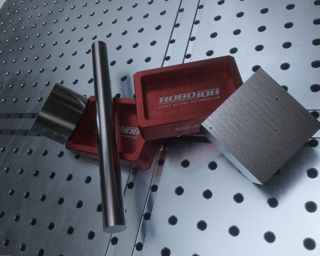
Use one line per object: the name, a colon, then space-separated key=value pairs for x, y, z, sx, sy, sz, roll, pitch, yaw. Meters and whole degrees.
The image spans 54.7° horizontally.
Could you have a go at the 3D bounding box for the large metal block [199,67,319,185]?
large metal block: x=0.098 y=0.000 z=0.318 sx=0.080 sy=0.050 sz=0.080 roll=-44 pitch=82 yaw=-2

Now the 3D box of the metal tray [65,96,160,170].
metal tray: x=-0.062 y=0.003 z=0.435 sx=0.130 sy=0.030 sz=0.090 roll=7 pitch=65 yaw=31

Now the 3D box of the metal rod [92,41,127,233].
metal rod: x=-0.073 y=-0.012 z=0.415 sx=0.025 sy=0.025 sz=0.299 roll=-23 pitch=53 yaw=15

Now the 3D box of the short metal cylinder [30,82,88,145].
short metal cylinder: x=-0.149 y=-0.022 z=0.461 sx=0.080 sy=0.050 sz=0.080 roll=-49 pitch=23 yaw=31

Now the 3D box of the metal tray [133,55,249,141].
metal tray: x=0.036 y=-0.039 z=0.386 sx=0.131 sy=0.030 sz=0.090 roll=-10 pitch=56 yaw=3
